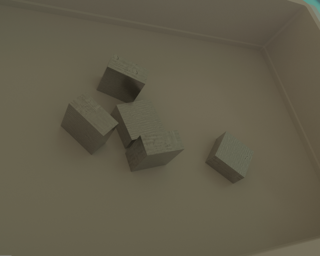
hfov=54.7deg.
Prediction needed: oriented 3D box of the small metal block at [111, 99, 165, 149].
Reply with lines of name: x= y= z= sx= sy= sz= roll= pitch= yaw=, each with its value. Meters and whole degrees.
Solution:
small metal block: x=-0.028 y=-0.006 z=0.396 sx=0.050 sy=0.025 sz=0.050 roll=-14 pitch=69 yaw=-34

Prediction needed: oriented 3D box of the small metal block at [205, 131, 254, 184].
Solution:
small metal block: x=0.099 y=0.041 z=0.436 sx=0.050 sy=0.025 sz=0.050 roll=37 pitch=51 yaw=-4

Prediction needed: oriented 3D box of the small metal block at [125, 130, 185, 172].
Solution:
small metal block: x=-0.007 y=0.028 z=0.370 sx=0.050 sy=0.050 sz=0.025 roll=-7 pitch=66 yaw=-32

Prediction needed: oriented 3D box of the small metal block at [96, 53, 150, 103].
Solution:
small metal block: x=-0.049 y=-0.062 z=0.403 sx=0.050 sy=0.050 sz=0.025 roll=23 pitch=53 yaw=-15

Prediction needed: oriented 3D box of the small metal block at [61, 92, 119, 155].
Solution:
small metal block: x=-0.081 y=-0.004 z=0.350 sx=0.050 sy=0.050 sz=0.025 roll=44 pitch=51 yaw=1
